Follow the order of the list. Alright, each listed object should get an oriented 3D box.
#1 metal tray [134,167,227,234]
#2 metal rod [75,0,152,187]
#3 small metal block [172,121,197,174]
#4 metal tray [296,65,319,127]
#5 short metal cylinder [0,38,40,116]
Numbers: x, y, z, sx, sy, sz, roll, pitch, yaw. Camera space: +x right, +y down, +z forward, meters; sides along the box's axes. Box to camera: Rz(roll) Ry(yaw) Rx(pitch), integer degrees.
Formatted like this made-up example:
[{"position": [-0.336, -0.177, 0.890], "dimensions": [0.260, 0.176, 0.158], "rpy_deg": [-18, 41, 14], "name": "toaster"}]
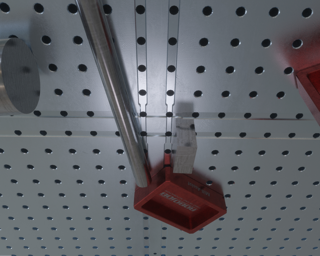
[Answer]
[{"position": [0.034, 0.124, 0.513], "dimensions": [0.131, 0.030, 0.090], "rpy_deg": [31, 123, -24], "name": "metal tray"}, {"position": [-0.049, -0.029, 0.386], "dimensions": [0.025, 0.025, 0.298], "rpy_deg": [-7, 130, 6], "name": "metal rod"}, {"position": [0.032, 0.026, 0.418], "dimensions": [0.025, 0.050, 0.050], "rpy_deg": [3, 130, -3], "name": "small metal block"}, {"position": [0.228, -0.047, 0.331], "dimensions": [0.130, 0.090, 0.030], "rpy_deg": [-19, 128, 15], "name": "metal tray"}, {"position": [-0.170, -0.053, 0.329], "dimensions": [0.050, 0.080, 0.080], "rpy_deg": [-4, 130, 4], "name": "short metal cylinder"}]
